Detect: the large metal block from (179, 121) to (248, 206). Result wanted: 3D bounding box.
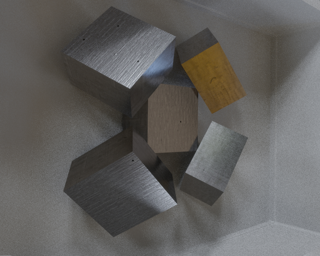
[{"bbox_3d":[0.070,0.050,0.419,0.080,0.050,0.080,-59,169,-24],"label":"large metal block"}]

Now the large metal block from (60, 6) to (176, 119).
[{"bbox_3d":[-0.040,-0.070,0.324,0.080,0.080,0.050,-53,165,-27],"label":"large metal block"}]

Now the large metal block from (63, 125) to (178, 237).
[{"bbox_3d":[-0.039,0.057,0.329,0.080,0.050,0.080,-30,118,12],"label":"large metal block"}]

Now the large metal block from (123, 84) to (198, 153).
[{"bbox_3d":[0.001,-0.011,0.388,0.081,0.050,0.080,1,90,-40],"label":"large metal block"}]

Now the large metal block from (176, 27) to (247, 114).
[{"bbox_3d":[0.067,-0.079,0.417,0.080,0.050,0.080,54,16,-26],"label":"large metal block"}]
